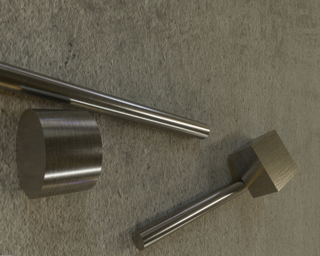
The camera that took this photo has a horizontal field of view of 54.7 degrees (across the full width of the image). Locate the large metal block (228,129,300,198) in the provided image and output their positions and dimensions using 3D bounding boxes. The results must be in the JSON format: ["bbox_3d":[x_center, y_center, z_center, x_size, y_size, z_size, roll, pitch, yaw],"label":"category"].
[{"bbox_3d":[0.175,0.059,0.518,0.081,0.050,0.080,-24,83,-41],"label":"large metal block"}]

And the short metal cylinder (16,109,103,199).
[{"bbox_3d":[-0.096,0.022,0.289,0.050,0.080,0.079,-1,91,-40],"label":"short metal cylinder"}]

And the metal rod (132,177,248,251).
[{"bbox_3d":[0.086,0.110,0.479,0.302,0.025,0.025,-15,100,-39],"label":"metal rod"}]

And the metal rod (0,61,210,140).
[{"bbox_3d":[-0.049,-0.024,0.364,0.302,0.025,0.025,14,81,-39],"label":"metal rod"}]
